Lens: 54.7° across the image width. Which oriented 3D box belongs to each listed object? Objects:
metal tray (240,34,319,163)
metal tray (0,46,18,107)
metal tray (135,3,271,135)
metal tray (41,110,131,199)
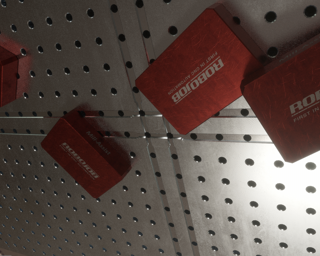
[{"bbox_3d":[0.152,-0.036,0.281,0.130,0.030,0.090,-31,102,19],"label":"metal tray"},{"bbox_3d":[-0.292,-0.102,0.495,0.130,0.030,0.089,31,128,7],"label":"metal tray"},{"bbox_3d":[0.044,-0.059,0.347,0.090,0.030,0.129,47,129,-6],"label":"metal tray"},{"bbox_3d":[-0.120,0.045,0.497,0.130,0.030,0.090,46,129,-5],"label":"metal tray"}]
